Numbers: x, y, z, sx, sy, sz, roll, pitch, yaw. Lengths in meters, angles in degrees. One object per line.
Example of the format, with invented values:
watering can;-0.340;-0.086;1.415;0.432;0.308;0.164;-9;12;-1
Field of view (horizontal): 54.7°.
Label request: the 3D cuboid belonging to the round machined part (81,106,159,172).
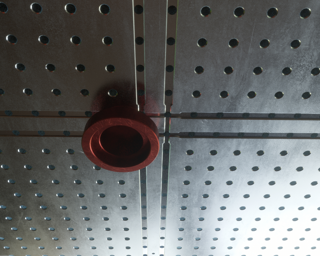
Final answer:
round machined part;-0.050;0.011;0.409;0.099;0.042;0.097;-1;130;0
